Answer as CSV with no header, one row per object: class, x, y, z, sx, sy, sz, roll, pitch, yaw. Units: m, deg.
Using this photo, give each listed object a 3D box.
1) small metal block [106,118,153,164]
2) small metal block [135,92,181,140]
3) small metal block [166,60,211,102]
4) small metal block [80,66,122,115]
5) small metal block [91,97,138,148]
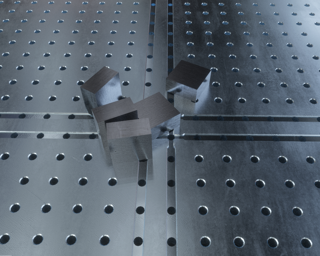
small metal block,-0.036,0.016,0.378,0.050,0.050,0.025,-8,51,-6
small metal block,-0.008,-0.016,0.422,0.050,0.025,0.050,-28,55,-22
small metal block,0.043,-0.072,0.469,0.050,0.025,0.050,24,54,18
small metal block,-0.080,-0.049,0.432,0.025,0.050,0.050,26,55,20
small metal block,-0.056,-0.007,0.397,0.050,0.050,0.025,-20,53,-16
